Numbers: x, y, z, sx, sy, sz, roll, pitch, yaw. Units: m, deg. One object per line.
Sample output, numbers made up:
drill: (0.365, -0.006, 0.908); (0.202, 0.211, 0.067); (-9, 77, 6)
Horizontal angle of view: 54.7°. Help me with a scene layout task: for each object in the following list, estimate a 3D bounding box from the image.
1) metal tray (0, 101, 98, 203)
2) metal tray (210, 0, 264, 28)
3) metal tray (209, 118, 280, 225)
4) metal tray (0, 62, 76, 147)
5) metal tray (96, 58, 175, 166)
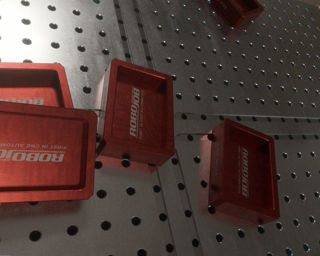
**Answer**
metal tray: (-0.129, 0.023, 0.294); (0.131, 0.030, 0.089); (5, 84, -30)
metal tray: (0.150, -0.280, 0.659); (0.091, 0.030, 0.130); (-32, 80, -38)
metal tray: (0.118, 0.058, 0.435); (0.091, 0.030, 0.130); (21, 54, -16)
metal tray: (-0.164, -0.026, 0.332); (0.131, 0.030, 0.090); (-5, 64, -31)
metal tray: (-0.029, -0.022, 0.404); (0.091, 0.030, 0.130); (14, 56, -21)
